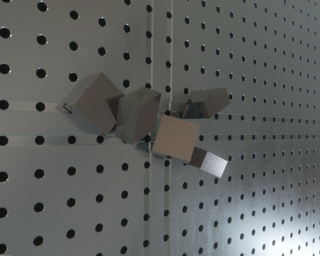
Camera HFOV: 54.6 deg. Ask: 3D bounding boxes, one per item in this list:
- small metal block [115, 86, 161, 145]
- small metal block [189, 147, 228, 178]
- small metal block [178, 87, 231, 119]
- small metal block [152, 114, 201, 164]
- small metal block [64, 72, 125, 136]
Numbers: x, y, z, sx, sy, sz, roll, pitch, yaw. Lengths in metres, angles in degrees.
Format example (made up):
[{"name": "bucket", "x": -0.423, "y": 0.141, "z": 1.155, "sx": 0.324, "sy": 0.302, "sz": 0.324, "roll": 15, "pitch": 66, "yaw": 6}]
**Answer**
[{"name": "small metal block", "x": -0.025, "y": -0.015, "z": 0.364, "sx": 0.050, "sy": 0.025, "sz": 0.050, "roll": -38, "pitch": 146, "yaw": -53}, {"name": "small metal block", "x": 0.057, "y": 0.044, "z": 0.434, "sx": 0.050, "sy": 0.050, "sz": 0.025, "roll": 27, "pitch": 84, "yaw": -42}, {"name": "small metal block", "x": 0.063, "y": -0.035, "z": 0.445, "sx": 0.050, "sy": 0.050, "sz": 0.025, "roll": -33, "pitch": 111, "yaw": -35}, {"name": "small metal block", "x": 0.021, "y": 0.015, "z": 0.408, "sx": 0.050, "sy": 0.025, "sz": 0.050, "roll": 16, "pitch": 76, "yaw": 4}, {"name": "small metal block", "x": -0.069, "y": -0.027, "z": 0.350, "sx": 0.050, "sy": 0.025, "sz": 0.050, "roll": 48, "pitch": 62, "yaw": -29}]
